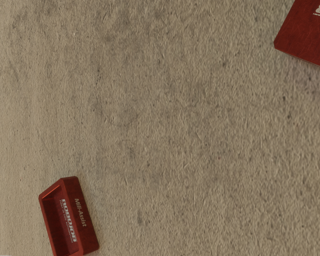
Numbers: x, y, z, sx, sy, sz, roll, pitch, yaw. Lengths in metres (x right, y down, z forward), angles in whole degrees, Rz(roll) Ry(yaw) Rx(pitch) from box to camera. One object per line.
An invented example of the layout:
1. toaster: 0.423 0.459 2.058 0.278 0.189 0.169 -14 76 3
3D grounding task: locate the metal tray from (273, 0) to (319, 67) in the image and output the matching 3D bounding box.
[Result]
1. metal tray: 0.165 -0.084 0.242 0.130 0.030 0.089 46 119 49

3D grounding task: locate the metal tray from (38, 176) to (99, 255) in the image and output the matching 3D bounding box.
1. metal tray: -0.161 0.160 0.534 0.090 0.030 0.130 -36 68 34
